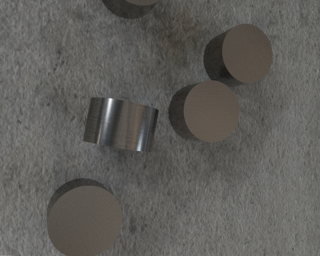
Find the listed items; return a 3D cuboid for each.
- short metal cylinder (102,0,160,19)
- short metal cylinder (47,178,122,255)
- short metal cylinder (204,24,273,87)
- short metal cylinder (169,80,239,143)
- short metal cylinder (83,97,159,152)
[{"bbox_3d":[-0.033,-0.183,0.384,0.081,0.050,0.079,0,90,-21],"label":"short metal cylinder"},{"bbox_3d":[-0.090,0.103,0.363,0.081,0.050,0.079,0,90,-21],"label":"short metal cylinder"},{"bbox_3d":[0.109,-0.100,0.438,0.081,0.050,0.079,0,90,-20],"label":"short metal cylinder"},{"bbox_3d":[0.058,-0.021,0.419,0.081,0.050,0.079,0,90,-21],"label":"short metal cylinder"},{"bbox_3d":[-0.045,-0.003,0.364,0.081,0.080,0.050,11,87,-20],"label":"short metal cylinder"}]
